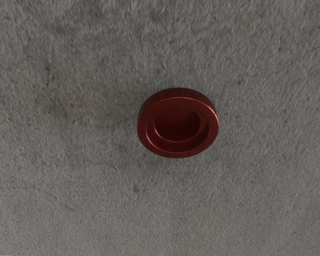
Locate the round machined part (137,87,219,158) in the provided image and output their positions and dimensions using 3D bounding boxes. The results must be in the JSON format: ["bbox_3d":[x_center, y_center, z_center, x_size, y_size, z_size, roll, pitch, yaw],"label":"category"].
[{"bbox_3d":[0.022,-0.010,0.388,0.099,0.042,0.097,-1,130,0],"label":"round machined part"}]
